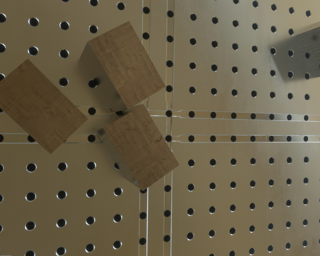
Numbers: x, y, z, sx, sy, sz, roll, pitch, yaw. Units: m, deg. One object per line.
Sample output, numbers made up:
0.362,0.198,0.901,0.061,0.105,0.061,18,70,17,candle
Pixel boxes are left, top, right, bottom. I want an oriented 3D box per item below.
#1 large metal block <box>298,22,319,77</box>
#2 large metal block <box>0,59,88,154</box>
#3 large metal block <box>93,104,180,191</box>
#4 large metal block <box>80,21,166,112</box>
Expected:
0.281,-0.132,0.486,0.050,0.080,0.080,-33,101,-17,large metal block
-0.130,-0.020,0.335,0.050,0.080,0.080,-46,105,-14,large metal block
-0.032,0.021,0.372,0.050,0.080,0.080,-34,101,-17,large metal block
-0.047,-0.067,0.366,0.050,0.080,0.080,-33,101,-17,large metal block
